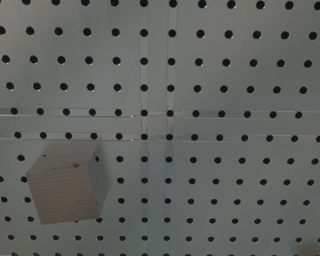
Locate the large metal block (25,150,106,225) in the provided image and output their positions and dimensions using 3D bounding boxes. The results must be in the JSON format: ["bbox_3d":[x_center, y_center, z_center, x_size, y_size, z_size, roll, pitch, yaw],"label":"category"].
[{"bbox_3d":[-0.126,0.081,0.429,0.080,0.050,0.080,-7,110,2],"label":"large metal block"}]
